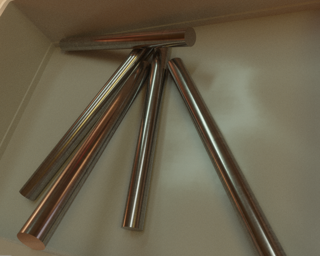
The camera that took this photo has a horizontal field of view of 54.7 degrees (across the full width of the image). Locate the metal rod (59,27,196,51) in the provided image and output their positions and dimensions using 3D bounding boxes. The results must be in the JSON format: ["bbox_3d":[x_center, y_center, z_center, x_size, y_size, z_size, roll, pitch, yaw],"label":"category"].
[{"bbox_3d":[-0.072,-0.140,0.500,0.300,0.025,0.025,11,67,41],"label":"metal rod"}]

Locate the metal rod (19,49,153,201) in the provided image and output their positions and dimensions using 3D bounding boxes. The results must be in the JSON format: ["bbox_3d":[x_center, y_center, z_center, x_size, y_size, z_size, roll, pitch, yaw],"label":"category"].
[{"bbox_3d":[-0.104,-0.022,0.471,0.025,0.025,0.300,28,77,37],"label":"metal rod"}]

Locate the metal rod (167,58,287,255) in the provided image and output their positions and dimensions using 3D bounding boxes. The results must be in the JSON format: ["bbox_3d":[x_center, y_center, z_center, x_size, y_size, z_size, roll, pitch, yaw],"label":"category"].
[{"bbox_3d":[0.064,0.020,0.359,0.025,0.025,0.299,-28,52,10],"label":"metal rod"}]

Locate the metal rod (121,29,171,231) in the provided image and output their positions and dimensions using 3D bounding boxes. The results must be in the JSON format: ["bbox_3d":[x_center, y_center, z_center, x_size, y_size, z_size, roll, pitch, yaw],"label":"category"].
[{"bbox_3d":[-0.012,-0.017,0.420,0.025,0.025,0.299,-6,59,25],"label":"metal rod"}]

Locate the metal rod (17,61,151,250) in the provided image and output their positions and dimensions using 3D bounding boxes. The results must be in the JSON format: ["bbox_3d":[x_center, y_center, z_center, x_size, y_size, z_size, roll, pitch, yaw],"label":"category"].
[{"bbox_3d":[-0.064,0.000,0.364,0.025,0.025,0.301,-6,35,25],"label":"metal rod"}]
